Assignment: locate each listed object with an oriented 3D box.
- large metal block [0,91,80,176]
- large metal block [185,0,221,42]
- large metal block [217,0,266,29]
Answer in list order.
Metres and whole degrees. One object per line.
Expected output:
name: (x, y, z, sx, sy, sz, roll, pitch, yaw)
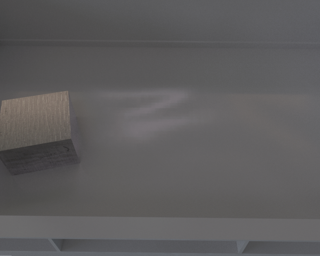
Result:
large metal block: (-0.147, 0.005, 0.384, 0.081, 0.050, 0.080, -10, 51, -9)
large metal block: (0.073, -0.210, 0.549, 0.050, 0.080, 0.080, 1, 50, 1)
large metal block: (0.146, -0.233, 0.588, 0.081, 0.050, 0.080, 0, 50, 0)
